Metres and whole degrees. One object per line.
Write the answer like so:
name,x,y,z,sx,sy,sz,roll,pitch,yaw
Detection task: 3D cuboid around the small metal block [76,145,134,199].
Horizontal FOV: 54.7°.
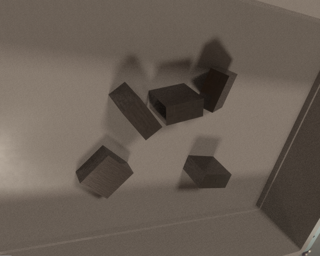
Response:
small metal block,-0.072,0.058,0.407,0.050,0.025,0.050,-45,130,2

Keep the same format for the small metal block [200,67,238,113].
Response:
small metal block,0.074,-0.051,0.403,0.050,0.025,0.050,-25,140,-63

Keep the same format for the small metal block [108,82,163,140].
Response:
small metal block,-0.029,-0.020,0.365,0.025,0.050,0.050,-39,130,-2

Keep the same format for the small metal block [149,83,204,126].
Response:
small metal block,0.019,-0.031,0.386,0.050,0.050,0.025,-15,125,-20

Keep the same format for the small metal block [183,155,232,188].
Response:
small metal block,0.072,0.067,0.475,0.050,0.050,0.025,6,116,-31
